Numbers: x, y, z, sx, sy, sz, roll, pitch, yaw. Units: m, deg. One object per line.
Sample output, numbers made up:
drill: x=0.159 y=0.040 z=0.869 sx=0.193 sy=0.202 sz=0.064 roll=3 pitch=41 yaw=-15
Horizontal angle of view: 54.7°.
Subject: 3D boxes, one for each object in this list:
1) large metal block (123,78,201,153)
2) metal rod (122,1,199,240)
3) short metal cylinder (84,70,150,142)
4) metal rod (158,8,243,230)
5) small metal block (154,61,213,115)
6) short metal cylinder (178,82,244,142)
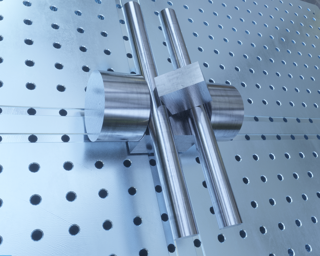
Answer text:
large metal block: x=0.001 y=-0.015 z=0.397 sx=0.081 sy=0.050 sz=0.080 roll=1 pitch=61 yaw=-28
metal rod: x=-0.007 y=-0.029 z=0.354 sx=0.025 sy=0.025 sz=0.299 roll=1 pitch=61 yaw=-28
short metal cylinder: x=-0.051 y=-0.024 z=0.355 sx=0.050 sy=0.080 sz=0.080 roll=2 pitch=61 yaw=-28
metal rod: x=0.042 y=-0.031 z=0.381 sx=0.025 sy=0.025 sz=0.299 roll=1 pitch=61 yaw=-28
small metal block: x=0.027 y=-0.043 z=0.348 sx=0.050 sy=0.050 sz=0.025 roll=-19 pitch=65 yaw=12
short metal cylinder: x=0.066 y=-0.021 z=0.416 sx=0.050 sy=0.080 sz=0.080 roll=0 pitch=62 yaw=-27
